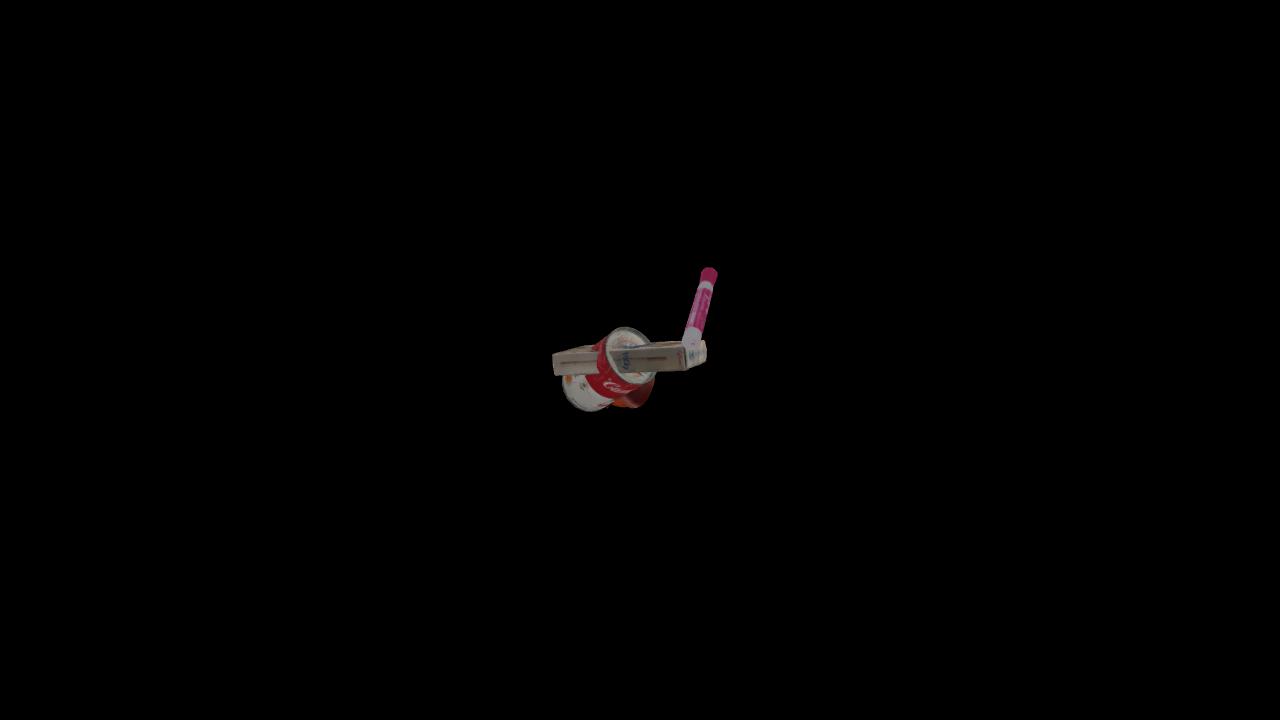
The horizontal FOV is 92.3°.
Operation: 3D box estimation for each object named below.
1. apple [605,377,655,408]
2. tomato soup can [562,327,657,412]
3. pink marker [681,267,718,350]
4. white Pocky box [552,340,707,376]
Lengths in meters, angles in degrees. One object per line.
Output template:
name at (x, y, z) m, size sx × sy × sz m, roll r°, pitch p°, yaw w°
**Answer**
apple at (-0.022, 0.013, 0.719) m, size 0.079 × 0.093 × 0.079 m, roll 16°, pitch -14°, yaw 4°
tomato soup can at (-0.037, 0.013, 0.693) m, size 0.068 × 0.068 × 0.101 m, roll 0°, pitch -21°, yaw -38°
pink marker at (0.065, -0.058, 0.653) m, size 0.020 × 0.121 × 0.020 m, roll 10°, pitch -43°, yaw 9°
white Pocky box at (-0.011, -0.003, 0.681) m, size 0.154 × 0.028 × 0.084 m, roll -2°, pitch 6°, yaw 21°
